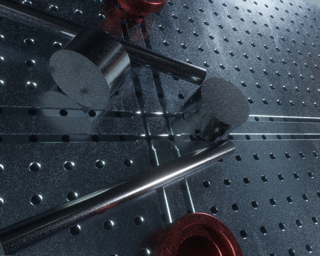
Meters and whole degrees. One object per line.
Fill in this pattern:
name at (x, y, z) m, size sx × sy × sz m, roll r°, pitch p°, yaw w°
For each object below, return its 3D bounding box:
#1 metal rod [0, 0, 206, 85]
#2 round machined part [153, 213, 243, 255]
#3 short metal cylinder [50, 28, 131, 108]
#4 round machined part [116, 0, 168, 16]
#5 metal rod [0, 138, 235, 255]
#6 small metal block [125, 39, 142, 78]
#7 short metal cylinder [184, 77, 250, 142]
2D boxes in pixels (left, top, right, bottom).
metal rod at (-0.077, -0.112, 0.403) m, size 0.302 × 0.025 × 0.025 m, roll 16°, pitch 56°, yaw -19°
round machined part at (0.037, 0.144, 0.329) m, size 0.099 × 0.042 × 0.098 m, roll 14°, pitch 56°, yaw -21°
short metal cylinder at (-0.082, -0.071, 0.372) m, size 0.080 × 0.080 × 0.050 m, roll 36°, pitch 51°, yaw -5°
round machined part at (-0.036, -0.227, 0.516) m, size 0.099 × 0.042 × 0.098 m, roll 14°, pitch 56°, yaw -21°
metal rod at (-0.021, 0.064, 0.357) m, size 0.302 × 0.025 × 0.025 m, roll -18°, pitch 71°, yaw -35°
small metal block at (-0.061, -0.095, 0.433) m, size 0.050 × 0.025 × 0.050 m, roll -16°, pitch 70°, yaw -34°
short metal cylinder at (0.082, -0.027, 0.452) m, size 0.081 × 0.050 × 0.080 m, roll 14°, pitch 56°, yaw -21°
